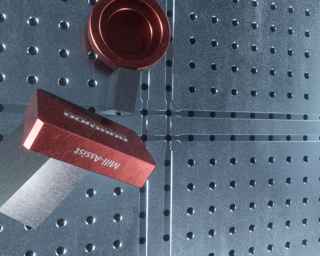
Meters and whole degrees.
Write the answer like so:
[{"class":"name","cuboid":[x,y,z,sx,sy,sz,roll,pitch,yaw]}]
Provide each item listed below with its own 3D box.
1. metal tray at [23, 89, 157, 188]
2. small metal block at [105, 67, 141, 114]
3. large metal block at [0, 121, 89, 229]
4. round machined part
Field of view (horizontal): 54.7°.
[{"class":"metal tray","cuboid":[-0.075,0.011,0.334,0.131,0.090,0.030,26,103,-31]},{"class":"small metal block","cuboid":[-0.047,-0.044,0.382,0.025,0.050,0.050,10,87,-20]},{"class":"large metal block","cuboid":[-0.134,0.043,0.326,0.080,0.080,0.050,-48,139,-14]},{"class":"round machined part","cuboid":[-0.040,-0.117,0.387,0.099,0.042,0.097,1,87,-20]}]
